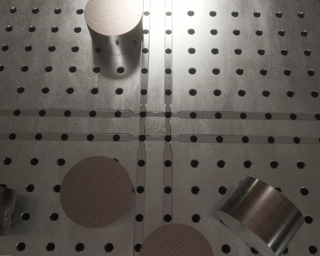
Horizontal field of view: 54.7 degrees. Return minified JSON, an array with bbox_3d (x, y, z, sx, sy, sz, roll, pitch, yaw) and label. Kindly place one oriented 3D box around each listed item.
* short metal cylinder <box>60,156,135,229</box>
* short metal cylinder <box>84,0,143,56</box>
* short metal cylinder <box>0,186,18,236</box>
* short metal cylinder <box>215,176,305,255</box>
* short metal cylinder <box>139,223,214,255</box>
[{"bbox_3d":[-0.071,0.078,0.369,0.081,0.050,0.080,0,70,0],"label":"short metal cylinder"},{"bbox_3d":[-0.065,-0.154,0.454,0.081,0.050,0.080,0,70,0],"label":"short metal cylinder"},{"bbox_3d":[-0.207,0.092,0.346,0.081,0.080,0.050,3,70,1],"label":"short metal cylinder"},{"bbox_3d":[0.110,0.100,0.347,0.080,0.080,0.050,40,75,13],"label":"short metal cylinder"},{"bbox_3d":[0.017,0.149,0.344,0.081,0.050,0.080,0,70,-1],"label":"short metal cylinder"}]
